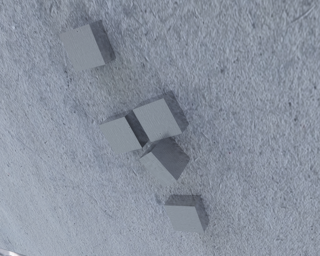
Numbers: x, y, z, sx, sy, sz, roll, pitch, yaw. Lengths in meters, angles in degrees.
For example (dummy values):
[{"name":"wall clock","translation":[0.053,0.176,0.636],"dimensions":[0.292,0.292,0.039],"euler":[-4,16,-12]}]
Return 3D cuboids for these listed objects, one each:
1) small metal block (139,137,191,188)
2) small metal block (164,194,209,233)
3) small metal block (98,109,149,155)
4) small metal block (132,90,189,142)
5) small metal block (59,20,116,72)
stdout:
[{"name":"small metal block","translation":[0.008,0.042,0.413],"dimensions":[0.050,0.050,0.025],"euler":[49,129,-7]},{"name":"small metal block","translation":[0.041,0.128,0.465],"dimensions":[0.050,0.025,0.050],"euler":[-6,116,31]},{"name":"small metal block","translation":[-0.050,0.006,0.437],"dimensions":[0.050,0.025,0.050],"euler":[-16,110,34]},{"name":"small metal block","translation":[0.001,-0.014,0.397],"dimensions":[0.050,0.025,0.050],"euler":[-17,110,35]},{"name":"small metal block","translation":[-0.091,-0.103,0.391],"dimensions":[0.050,0.025,0.050],"euler":[-6,116,31]}]
